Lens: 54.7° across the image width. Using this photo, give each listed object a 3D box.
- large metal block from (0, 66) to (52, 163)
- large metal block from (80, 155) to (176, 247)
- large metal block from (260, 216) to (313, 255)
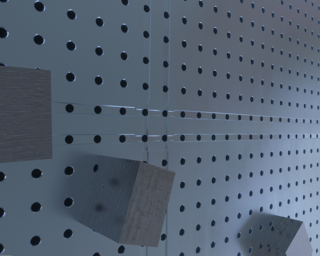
[{"bbox_3d":[-0.145,-0.011,0.272,0.081,0.050,0.079,-2,91,-40],"label":"large metal block"},{"bbox_3d":[-0.037,0.078,0.344,0.050,0.080,0.080,24,75,-38],"label":"large metal block"},{"bbox_3d":[0.250,0.235,0.607,0.080,0.050,0.080,-39,114,-33],"label":"large metal block"}]
